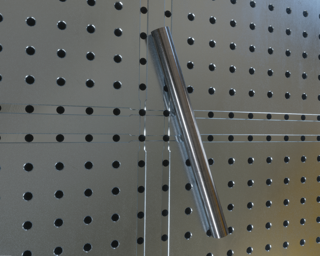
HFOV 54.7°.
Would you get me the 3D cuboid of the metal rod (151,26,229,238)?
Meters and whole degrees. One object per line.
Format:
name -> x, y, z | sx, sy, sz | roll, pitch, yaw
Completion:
metal rod -> 0.043, 0.011, 0.429 | 0.025, 0.025, 0.298 | -19, 97, -19
